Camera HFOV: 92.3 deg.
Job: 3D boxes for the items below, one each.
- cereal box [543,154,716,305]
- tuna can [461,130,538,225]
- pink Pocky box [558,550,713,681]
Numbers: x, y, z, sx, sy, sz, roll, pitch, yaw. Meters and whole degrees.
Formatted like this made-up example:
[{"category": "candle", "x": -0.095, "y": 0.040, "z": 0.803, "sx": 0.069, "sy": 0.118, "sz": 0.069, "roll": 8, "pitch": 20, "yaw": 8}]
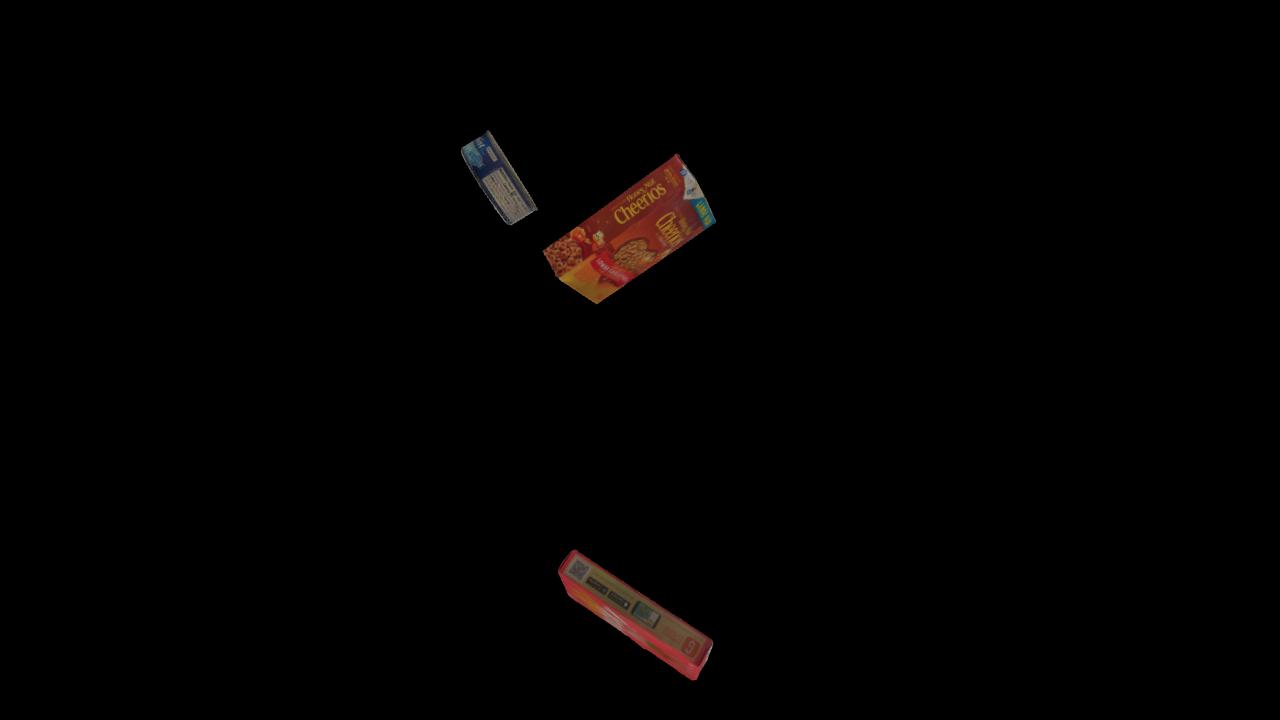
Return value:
[{"category": "cereal box", "x": -0.012, "y": -0.239, "z": 1.185, "sx": 0.306, "sy": 0.081, "sz": 0.203, "roll": -33, "pitch": -16, "yaw": 9}, {"category": "tuna can", "x": -0.134, "y": -0.172, "z": 0.586, "sx": 0.034, "sy": 0.084, "sz": 0.084, "roll": -31, "pitch": 0, "yaw": 0}, {"category": "pink Pocky box", "x": -0.006, "y": 0.244, "z": 0.587, "sx": 0.155, "sy": 0.029, "sz": 0.084, "roll": 27, "pitch": -30, "yaw": 19}]
